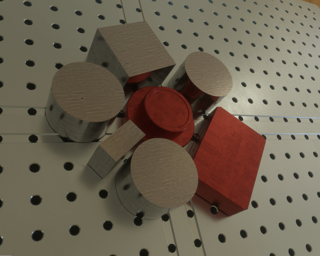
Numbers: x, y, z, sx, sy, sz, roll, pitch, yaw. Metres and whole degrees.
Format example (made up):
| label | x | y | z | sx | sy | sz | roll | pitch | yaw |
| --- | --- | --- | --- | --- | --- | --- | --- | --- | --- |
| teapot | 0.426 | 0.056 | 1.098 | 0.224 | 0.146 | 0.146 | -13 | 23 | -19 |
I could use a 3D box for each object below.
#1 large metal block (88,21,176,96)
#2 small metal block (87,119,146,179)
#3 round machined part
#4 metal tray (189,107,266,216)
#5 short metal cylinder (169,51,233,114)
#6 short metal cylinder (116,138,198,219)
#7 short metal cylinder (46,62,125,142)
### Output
| label | x | y | z | sx | sy | sz | roll | pitch | yaw |
| --- | --- | --- | --- | --- | --- | --- | --- | --- | --- |
| large metal block | -0.039 | -0.096 | 0.430 | 0.081 | 0.050 | 0.080 | -24 | 75 | -36 |
| small metal block | -0.049 | 0.024 | 0.350 | 0.025 | 0.050 | 0.050 | 45 | 51 | 2 |
| round machined part | 0.003 | -0.016 | 0.407 | 0.099 | 0.042 | 0.098 | 14 | 56 | -21 |
| metal tray | 0.090 | 0.041 | 0.426 | 0.090 | 0.030 | 0.130 | 35 | 51 | -5 |
| short metal cylinder | 0.061 | -0.067 | 0.465 | 0.081 | 0.050 | 0.080 | 14 | 56 | -21 |
| short metal cylinder | -0.004 | 0.058 | 0.353 | 0.081 | 0.050 | 0.080 | 14 | 56 | -21 |
| short metal cylinder | -0.088 | -0.030 | 0.362 | 0.081 | 0.050 | 0.080 | 14 | 56 | -21 |
